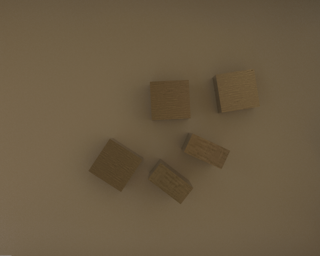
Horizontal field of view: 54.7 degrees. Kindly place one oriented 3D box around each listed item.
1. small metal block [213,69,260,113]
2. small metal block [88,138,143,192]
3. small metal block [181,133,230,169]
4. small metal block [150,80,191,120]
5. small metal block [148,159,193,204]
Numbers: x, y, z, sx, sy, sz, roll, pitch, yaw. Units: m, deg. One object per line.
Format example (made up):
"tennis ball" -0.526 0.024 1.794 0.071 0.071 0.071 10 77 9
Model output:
"small metal block" 0.101 -0.048 0.413 0.050 0.025 0.050 -9 90 -1
"small metal block" -0.057 0.048 0.411 0.050 0.025 0.050 33 90 -1
"small metal block" 0.057 0.028 0.400 0.050 0.050 0.025 25 90 -1
"small metal block" 0.013 -0.036 0.412 0.050 0.025 0.050 -3 90 -1
"small metal block" 0.013 0.067 0.399 0.050 0.050 0.025 38 90 -1
